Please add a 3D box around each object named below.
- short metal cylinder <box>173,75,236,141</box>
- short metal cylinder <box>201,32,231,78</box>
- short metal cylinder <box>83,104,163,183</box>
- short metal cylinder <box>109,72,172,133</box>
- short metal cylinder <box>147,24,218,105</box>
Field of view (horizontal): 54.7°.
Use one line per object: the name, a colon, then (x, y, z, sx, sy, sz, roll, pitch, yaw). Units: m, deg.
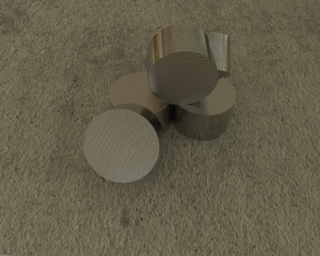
short metal cylinder: (0.057, -0.030, 0.413, 0.081, 0.050, 0.080, 0, 50, 0)
short metal cylinder: (0.060, -0.100, 0.445, 0.081, 0.080, 0.050, 0, 88, 0)
short metal cylinder: (-0.038, 0.015, 0.347, 0.080, 0.079, 0.050, 6, 11, 4)
short metal cylinder: (-0.024, -0.029, 0.412, 0.081, 0.050, 0.080, 0, 50, 0)
short metal cylinder: (0.025, -0.073, 0.366, 0.081, 0.080, 0.050, -1, 50, -1)
